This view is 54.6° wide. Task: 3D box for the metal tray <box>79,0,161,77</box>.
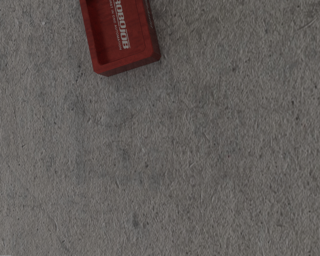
[{"bbox_3d":[-0.057,-0.146,0.426,0.090,0.030,0.129,-14,85,19],"label":"metal tray"}]
